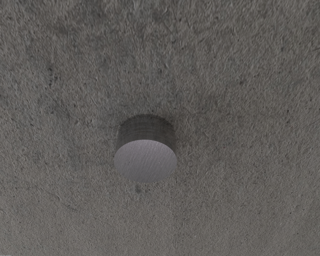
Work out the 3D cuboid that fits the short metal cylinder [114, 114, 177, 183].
[{"bbox_3d":[-0.018,0.028,0.414,0.080,0.050,0.080,0,130,0],"label":"short metal cylinder"}]
